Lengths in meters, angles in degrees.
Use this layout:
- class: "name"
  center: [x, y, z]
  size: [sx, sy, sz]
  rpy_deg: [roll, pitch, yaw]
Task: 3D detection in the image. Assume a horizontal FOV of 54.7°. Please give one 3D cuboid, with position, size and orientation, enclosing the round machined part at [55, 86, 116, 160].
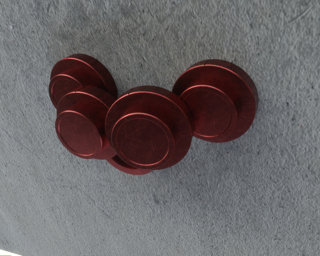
- class: "round machined part"
  center: [-0.090, 0.000, 0.388]
  size: [0.098, 0.042, 0.097]
  rpy_deg: [13, 124, 20]

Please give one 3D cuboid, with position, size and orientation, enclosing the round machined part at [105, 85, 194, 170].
- class: "round machined part"
  center: [-0.014, 0.006, 0.340]
  size: [0.098, 0.042, 0.097]
  rpy_deg: [5, 117, 10]

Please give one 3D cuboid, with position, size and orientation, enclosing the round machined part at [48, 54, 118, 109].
- class: "round machined part"
  center: [-0.111, -0.048, 0.423]
  size: [0.098, 0.042, 0.097]
  rpy_deg: [13, 124, 20]

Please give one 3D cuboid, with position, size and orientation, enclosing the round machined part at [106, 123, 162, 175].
- class: "round machined part"
  center: [-0.036, 0.013, 0.423]
  size: [0.098, 0.042, 0.097]
  rpy_deg: [13, 124, 20]

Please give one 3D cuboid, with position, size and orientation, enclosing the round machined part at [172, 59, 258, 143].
- class: "round machined part"
  center: [0.057, -0.024, 0.350]
  size: [0.098, 0.042, 0.097]
  rpy_deg: [13, 124, 20]
